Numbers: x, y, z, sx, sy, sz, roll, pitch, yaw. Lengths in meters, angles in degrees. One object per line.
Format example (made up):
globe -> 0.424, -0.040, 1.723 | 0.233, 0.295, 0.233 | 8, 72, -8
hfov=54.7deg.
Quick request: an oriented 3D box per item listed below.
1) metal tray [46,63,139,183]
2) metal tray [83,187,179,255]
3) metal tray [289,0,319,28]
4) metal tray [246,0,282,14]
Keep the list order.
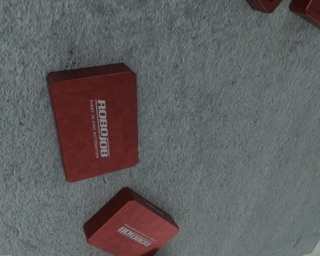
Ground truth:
metal tray -> -0.074, -0.005, 0.360 | 0.091, 0.030, 0.129 | -13, 124, -22
metal tray -> -0.040, 0.155, 0.478 | 0.090, 0.030, 0.130 | -44, 129, 2
metal tray -> 0.240, -0.201, 0.409 | 0.091, 0.030, 0.129 | 12, 113, -33
metal tray -> 0.136, -0.210, 0.347 | 0.090, 0.030, 0.130 | 32, 100, -38
